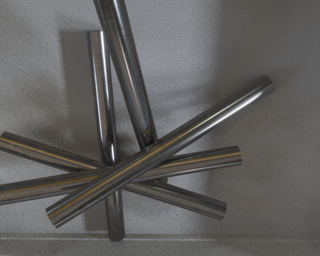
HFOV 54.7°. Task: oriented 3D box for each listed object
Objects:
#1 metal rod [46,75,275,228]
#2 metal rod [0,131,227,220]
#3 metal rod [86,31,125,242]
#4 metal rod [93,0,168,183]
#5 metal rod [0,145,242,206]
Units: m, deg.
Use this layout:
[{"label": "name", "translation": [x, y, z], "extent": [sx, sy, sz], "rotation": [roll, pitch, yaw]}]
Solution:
[{"label": "metal rod", "translation": [0.010, 0.021, 0.364], "extent": [0.301, 0.025, 0.025], "rotation": [-31, 108, -11]}, {"label": "metal rod", "translation": [-0.057, 0.064, 0.406], "extent": [0.302, 0.025, 0.025], "rotation": [19, 109, -5]}, {"label": "metal rod", "translation": [-0.070, 0.025, 0.419], "extent": [0.025, 0.025, 0.298], "rotation": [-2, 110, 0]}, {"label": "metal rod", "translation": [-0.025, -0.028, 0.336], "extent": [0.025, 0.025, 0.299], "rotation": [-9, 135, 3]}, {"label": "metal rod", "translation": [-0.052, 0.058, 0.378], "extent": [0.302, 0.025, 0.025], "rotation": [-9, 110, -1]}]
